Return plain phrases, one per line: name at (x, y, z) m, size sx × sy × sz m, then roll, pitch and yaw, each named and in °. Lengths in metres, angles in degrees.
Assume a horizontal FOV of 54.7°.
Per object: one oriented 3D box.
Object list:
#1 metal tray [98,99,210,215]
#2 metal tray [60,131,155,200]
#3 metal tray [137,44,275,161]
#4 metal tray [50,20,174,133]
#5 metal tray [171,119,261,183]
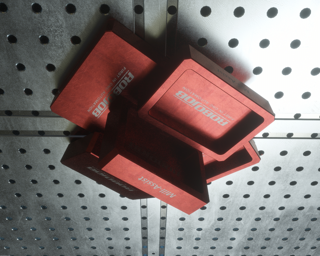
metal tray at (-0.003, 0.033, 0.357) m, size 0.130 × 0.090 × 0.030 m, roll 33°, pitch 122°, yaw -25°
metal tray at (-0.061, 0.058, 0.433) m, size 0.130 × 0.030 × 0.090 m, roll 35°, pitch 147°, yaw -26°
metal tray at (0.051, -0.022, 0.351) m, size 0.131 × 0.030 × 0.090 m, roll 29°, pitch 124°, yaw -23°
metal tray at (-0.057, -0.048, 0.365) m, size 0.090 × 0.030 × 0.129 m, roll 32°, pitch 123°, yaw -25°
metal tray at (0.063, 0.036, 0.438) m, size 0.130 × 0.030 × 0.090 m, roll -27°, pitch 126°, yaw 20°
